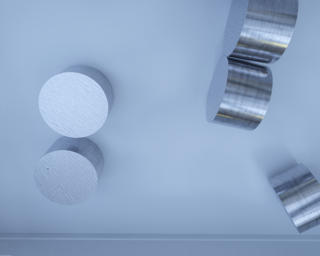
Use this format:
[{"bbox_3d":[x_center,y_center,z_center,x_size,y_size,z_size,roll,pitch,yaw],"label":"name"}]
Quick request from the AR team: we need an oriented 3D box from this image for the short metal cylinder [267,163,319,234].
[{"bbox_3d":[0.190,0.094,0.420,0.050,0.080,0.080,-30,108,10],"label":"short metal cylinder"}]

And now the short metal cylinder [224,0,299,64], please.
[{"bbox_3d":[0.107,-0.115,0.341,0.050,0.080,0.079,10,110,-4],"label":"short metal cylinder"}]

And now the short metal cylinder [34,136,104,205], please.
[{"bbox_3d":[-0.120,0.056,0.417,0.081,0.050,0.079,0,110,-1],"label":"short metal cylinder"}]

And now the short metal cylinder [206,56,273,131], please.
[{"bbox_3d":[0.091,-0.040,0.369,0.050,0.080,0.079,12,110,-5],"label":"short metal cylinder"}]

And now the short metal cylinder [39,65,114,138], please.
[{"bbox_3d":[-0.101,-0.034,0.384,0.081,0.050,0.079,0,110,-1],"label":"short metal cylinder"}]
